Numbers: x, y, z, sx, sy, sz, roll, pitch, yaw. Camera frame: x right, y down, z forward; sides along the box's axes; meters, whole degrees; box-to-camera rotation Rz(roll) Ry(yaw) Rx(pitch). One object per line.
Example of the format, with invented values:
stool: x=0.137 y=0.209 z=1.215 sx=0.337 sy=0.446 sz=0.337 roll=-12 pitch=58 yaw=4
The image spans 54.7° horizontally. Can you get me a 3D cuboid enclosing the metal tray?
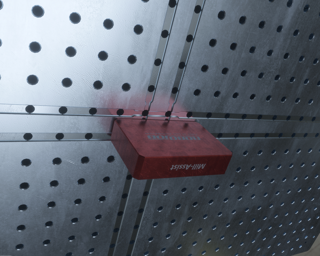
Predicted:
metal tray: x=0.014 y=0.024 z=0.392 sx=0.131 sy=0.090 sz=0.030 roll=2 pitch=118 yaw=-30
